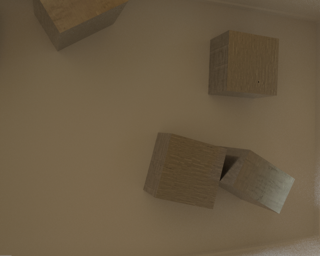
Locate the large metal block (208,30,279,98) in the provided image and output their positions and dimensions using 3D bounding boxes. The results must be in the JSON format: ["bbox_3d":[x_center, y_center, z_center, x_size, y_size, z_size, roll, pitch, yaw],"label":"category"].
[{"bbox_3d":[0.118,-0.087,0.440,0.081,0.050,0.080,3,89,-20],"label":"large metal block"}]

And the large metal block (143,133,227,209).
[{"bbox_3d":[0.032,0.055,0.409,0.081,0.050,0.080,16,85,-19],"label":"large metal block"}]

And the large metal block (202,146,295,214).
[{"bbox_3d":[0.118,0.068,0.425,0.080,0.080,0.050,32,80,-17],"label":"large metal block"}]

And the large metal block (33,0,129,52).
[{"bbox_3d":[-0.091,-0.135,0.347,0.080,0.080,0.050,-33,101,-17],"label":"large metal block"}]
